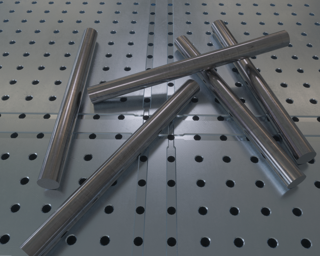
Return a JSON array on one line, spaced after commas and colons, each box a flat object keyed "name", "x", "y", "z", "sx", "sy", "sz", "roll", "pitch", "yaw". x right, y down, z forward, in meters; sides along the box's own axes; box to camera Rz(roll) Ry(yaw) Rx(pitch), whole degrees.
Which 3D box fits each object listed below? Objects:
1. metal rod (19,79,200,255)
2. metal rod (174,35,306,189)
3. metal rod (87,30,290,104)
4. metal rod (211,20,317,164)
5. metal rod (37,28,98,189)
[{"name": "metal rod", "x": -0.040, "y": 0.031, "z": 0.381, "sx": 0.025, "sy": 0.025, "sz": 0.301, "roll": 29, "pitch": 56, "yaw": 22}, {"name": "metal rod", "x": 0.097, "y": -0.043, "z": 0.444, "sx": 0.025, "sy": 0.025, "sz": 0.300, "roll": -19, "pitch": 53, "yaw": -15}, {"name": "metal rod", "x": 0.043, "y": -0.090, "z": 0.455, "sx": 0.301, "sy": 0.025, "sz": 0.025, "roll": -17, "pitch": 52, "yaw": -3}, {"name": "metal rod", "x": 0.141, "y": -0.075, "z": 0.471, "sx": 0.025, "sy": 0.025, "sz": 0.300, "roll": -11, "pitch": 51, "yaw": -9}, {"name": "metal rod", "x": -0.125, "y": -0.051, "z": 0.449, "sx": 0.025, "sy": 0.025, "sz": 0.300, "roll": 1, "pitch": 50, "yaw": 1}]
